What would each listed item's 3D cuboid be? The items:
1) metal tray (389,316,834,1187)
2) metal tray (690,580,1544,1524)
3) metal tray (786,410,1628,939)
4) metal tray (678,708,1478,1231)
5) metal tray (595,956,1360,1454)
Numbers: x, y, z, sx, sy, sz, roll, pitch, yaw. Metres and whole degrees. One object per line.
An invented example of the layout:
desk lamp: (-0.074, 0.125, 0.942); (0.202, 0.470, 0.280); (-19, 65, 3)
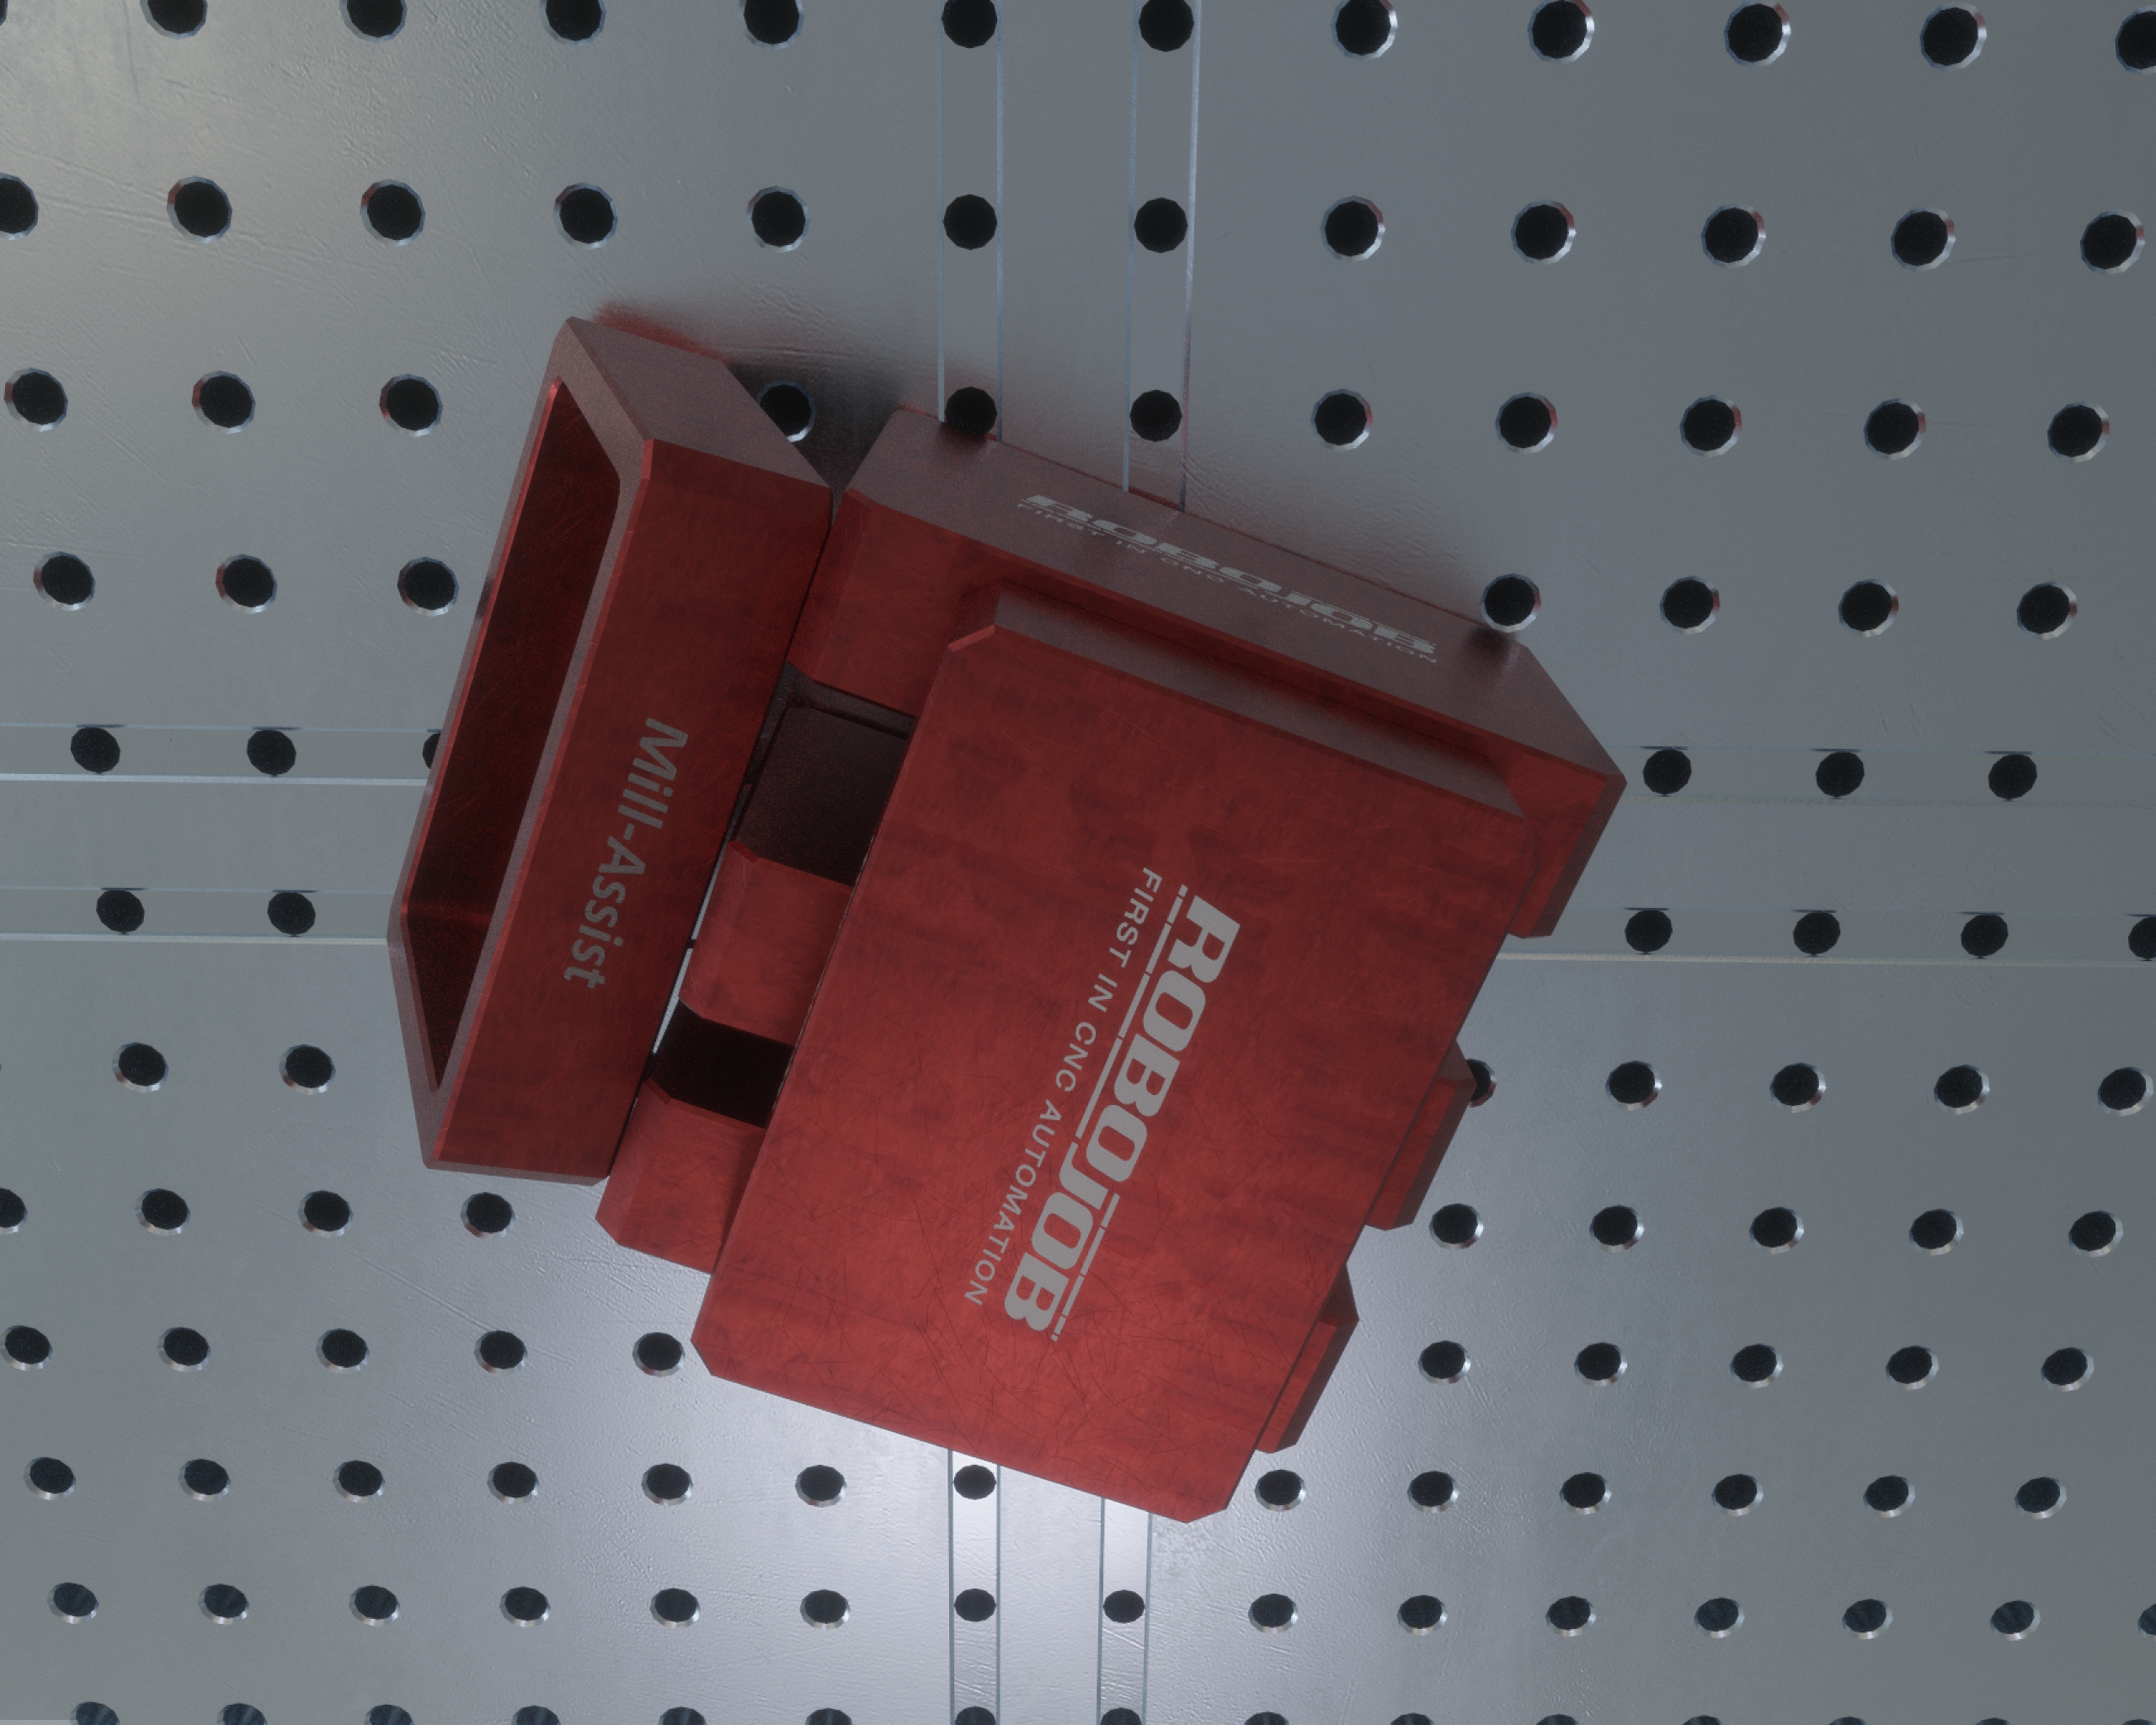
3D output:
metal tray: (-0.087, -0.021, 0.367); (0.030, 0.090, 0.129); (12, 111, -28)
metal tray: (0.003, 0.032, 0.326); (0.090, 0.030, 0.129); (20, 109, -7)
metal tray: (0.021, -0.036, 0.364); (0.131, 0.090, 0.030); (20, 109, -7)
metal tray: (0.000, 0.016, 0.383); (0.131, 0.090, 0.030); (18, 108, -8)
metal tray: (-0.017, 0.057, 0.399); (0.131, 0.090, 0.030); (20, 109, -8)
